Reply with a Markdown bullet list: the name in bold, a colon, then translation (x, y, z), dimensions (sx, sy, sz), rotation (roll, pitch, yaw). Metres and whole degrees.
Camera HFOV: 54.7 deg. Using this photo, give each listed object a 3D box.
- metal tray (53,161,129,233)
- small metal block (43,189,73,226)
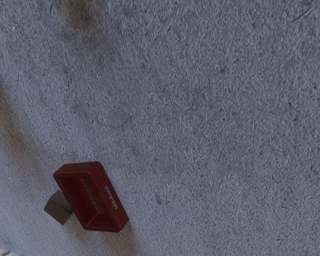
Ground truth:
- **metal tray**: translation (-0.119, 0.122, 0.542), dimensions (0.090, 0.030, 0.129), rotation (-8, 115, 31)
- **small metal block**: translation (-0.194, 0.156, 0.606), dimensions (0.050, 0.025, 0.050), rotation (39, 129, 1)
